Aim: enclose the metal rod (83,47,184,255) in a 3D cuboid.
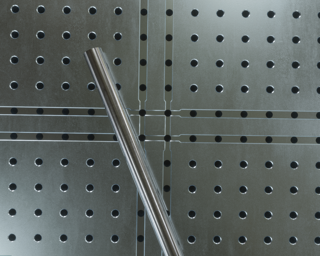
[{"bbox_3d":[-0.034,0.037,0.412,0.025,0.025,0.299,-22,90,0],"label":"metal rod"}]
